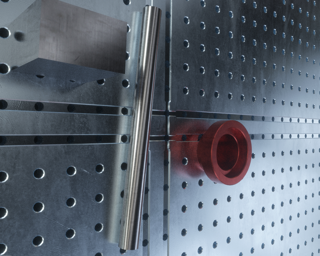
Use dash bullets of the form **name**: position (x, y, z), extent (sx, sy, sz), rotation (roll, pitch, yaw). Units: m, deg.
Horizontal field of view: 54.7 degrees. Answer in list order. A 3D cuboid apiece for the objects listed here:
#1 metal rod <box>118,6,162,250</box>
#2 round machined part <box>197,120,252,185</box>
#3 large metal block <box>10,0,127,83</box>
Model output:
- **metal rod**: position (-0.024, -0.004, 0.388), extent (0.025, 0.025, 0.298), rotation (9, 84, -40)
- **round machined part**: position (0.096, 0.037, 0.478), extent (0.099, 0.042, 0.097), rotation (0, 90, -40)
- **large metal block**: position (-0.089, -0.078, 0.299), extent (0.081, 0.080, 0.050), rotation (4, 88, -40)
